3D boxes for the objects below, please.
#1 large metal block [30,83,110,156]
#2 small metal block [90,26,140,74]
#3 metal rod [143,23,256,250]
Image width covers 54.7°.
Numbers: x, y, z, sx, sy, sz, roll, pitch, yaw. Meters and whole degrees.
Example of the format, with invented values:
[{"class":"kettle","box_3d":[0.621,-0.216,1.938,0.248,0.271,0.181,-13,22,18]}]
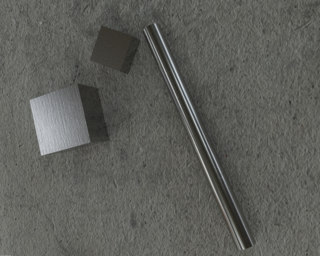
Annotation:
[{"class":"large metal block","box_3d":[-0.127,-0.010,0.439,0.080,0.050,0.080,-15,85,19]},{"class":"small metal block","box_3d":[-0.062,-0.108,0.430,0.050,0.025,0.050,23,97,18]},{"class":"metal rod","box_3d":[0.046,0.004,0.392,0.025,0.025,0.299,-25,82,18]}]
